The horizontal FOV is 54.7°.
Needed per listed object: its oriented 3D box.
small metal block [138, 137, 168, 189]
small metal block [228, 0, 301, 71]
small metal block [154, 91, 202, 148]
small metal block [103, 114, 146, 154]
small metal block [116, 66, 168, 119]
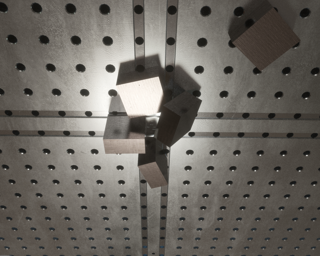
[{"bbox_3d":[-0.009,0.048,0.436,0.025,0.050,0.050,-16,129,13],"label":"small metal block"},{"bbox_3d":[0.110,-0.098,0.330,0.050,0.025,0.050,35,122,-27],"label":"small metal block"},{"bbox_3d":[0.022,-0.011,0.383,0.025,0.050,0.050,34,132,19],"label":"small metal block"},{"bbox_3d":[-0.044,0.007,0.400,0.050,0.050,0.025,0,130,0],"label":"small metal block"},{"bbox_3d":[-0.020,-0.043,0.375,0.050,0.025,0.050,-11,130,8],"label":"small metal block"}]
